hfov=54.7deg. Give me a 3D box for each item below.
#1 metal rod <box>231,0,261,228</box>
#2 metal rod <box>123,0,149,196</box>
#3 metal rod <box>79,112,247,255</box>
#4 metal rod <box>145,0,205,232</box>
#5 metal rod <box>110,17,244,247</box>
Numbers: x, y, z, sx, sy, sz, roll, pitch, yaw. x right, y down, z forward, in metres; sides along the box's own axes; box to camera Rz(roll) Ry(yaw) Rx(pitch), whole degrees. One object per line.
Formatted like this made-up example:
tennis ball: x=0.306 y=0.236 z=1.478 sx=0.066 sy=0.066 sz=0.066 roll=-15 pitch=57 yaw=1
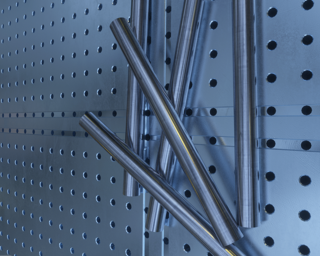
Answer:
metal rod: x=0.091 y=-0.047 z=0.332 sx=0.025 sy=0.025 sz=0.298 roll=-2 pitch=89 yaw=39
metal rod: x=-0.033 y=-0.055 z=0.434 sx=0.025 sy=0.025 sz=0.298 roll=5 pitch=93 yaw=39
metal rod: x=0.004 y=0.078 z=0.374 sx=0.300 sy=0.025 sz=0.025 roll=40 pitch=115 yaw=22
metal rod: x=0.017 y=-0.013 z=0.393 sx=0.025 sy=0.025 sz=0.298 roll=16 pitch=100 yaw=38
metal rod: x=0.011 y=-0.009 z=0.366 sx=0.025 sy=0.025 sz=0.299 roll=-38 pitch=70 yaw=33
